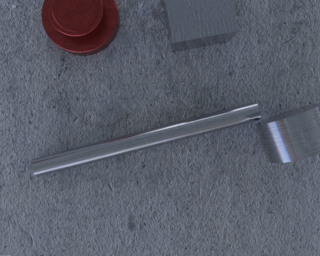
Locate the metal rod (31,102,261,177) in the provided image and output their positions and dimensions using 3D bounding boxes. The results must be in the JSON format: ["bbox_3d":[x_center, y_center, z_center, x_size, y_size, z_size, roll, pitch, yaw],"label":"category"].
[{"bbox_3d":[-0.017,0.015,0.409,0.302,0.025,0.025,-14,90,-1],"label":"metal rod"}]

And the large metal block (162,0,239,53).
[{"bbox_3d":[0.048,-0.149,0.398,0.080,0.050,0.080,-11,90,-1],"label":"large metal block"}]

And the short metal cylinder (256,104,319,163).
[{"bbox_3d":[0.167,0.006,0.385,0.080,0.080,0.050,-20,90,0],"label":"short metal cylinder"}]

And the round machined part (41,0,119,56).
[{"bbox_3d":[-0.104,-0.146,0.400,0.099,0.042,0.097,0,90,-1],"label":"round machined part"}]
